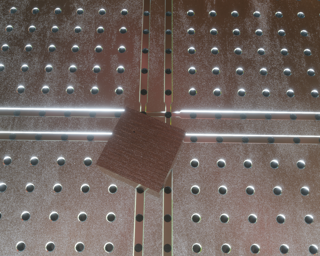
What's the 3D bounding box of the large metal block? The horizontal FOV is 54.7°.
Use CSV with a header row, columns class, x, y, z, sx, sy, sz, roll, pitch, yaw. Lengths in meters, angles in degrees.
class,x,y,z,sx,sy,sz,roll,pitch,yaw
large metal block,-0.021,0.031,0.387,0.080,0.050,0.080,23,71,7
